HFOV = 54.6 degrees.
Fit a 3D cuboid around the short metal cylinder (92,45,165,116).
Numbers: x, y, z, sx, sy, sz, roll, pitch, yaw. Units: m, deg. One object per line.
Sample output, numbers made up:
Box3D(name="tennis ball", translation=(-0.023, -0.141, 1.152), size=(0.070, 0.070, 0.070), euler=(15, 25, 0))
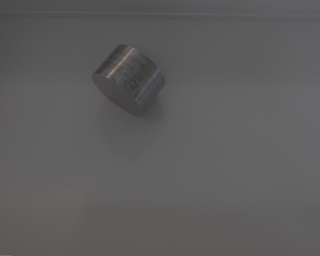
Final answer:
Box3D(name="short metal cylinder", translation=(-0.041, -0.061, 0.403), size=(0.080, 0.080, 0.050), euler=(33, 73, 11))
